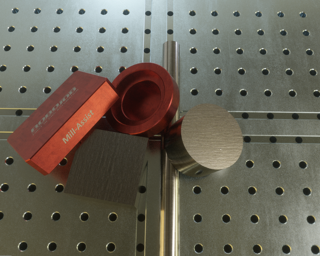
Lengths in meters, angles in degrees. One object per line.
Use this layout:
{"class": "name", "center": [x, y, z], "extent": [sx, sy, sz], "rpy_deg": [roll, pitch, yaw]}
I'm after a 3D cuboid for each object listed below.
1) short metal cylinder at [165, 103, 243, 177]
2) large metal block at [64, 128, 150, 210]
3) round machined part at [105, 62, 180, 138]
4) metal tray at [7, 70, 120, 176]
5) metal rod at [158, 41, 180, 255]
{"class": "short metal cylinder", "center": [0.053, 0.016, 0.379], "extent": [0.081, 0.050, 0.080], "rpy_deg": [7, 69, -19]}
{"class": "large metal block", "center": [-0.060, 0.050, 0.379], "extent": [0.080, 0.050, 0.080], "rpy_deg": [10, 70, 3]}
{"class": "round machined part", "center": [-0.020, -0.032, 0.400], "extent": [0.098, 0.042, 0.098], "rpy_deg": [-9, 67, 23]}
{"class": "metal tray", "center": [-0.121, -0.013, 0.387], "extent": [0.130, 0.030, 0.090], "rpy_deg": [-50, 39, -16]}
{"class": "metal rod", "center": [0.013, 0.019, 0.405], "extent": [0.025, 0.025, 0.299], "rpy_deg": [1, 70, 0]}
